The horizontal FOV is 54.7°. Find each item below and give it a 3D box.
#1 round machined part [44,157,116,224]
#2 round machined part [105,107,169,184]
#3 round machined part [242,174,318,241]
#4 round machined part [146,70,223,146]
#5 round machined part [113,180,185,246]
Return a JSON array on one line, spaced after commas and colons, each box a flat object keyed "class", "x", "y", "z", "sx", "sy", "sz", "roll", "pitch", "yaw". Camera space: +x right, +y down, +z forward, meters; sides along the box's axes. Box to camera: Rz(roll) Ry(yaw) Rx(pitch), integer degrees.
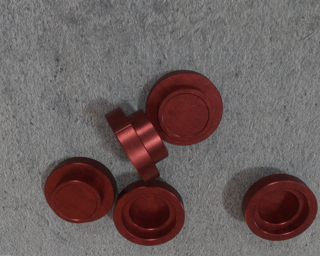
[{"class": "round machined part", "x": -0.113, "y": 0.093, "z": 0.434, "sx": 0.099, "sy": 0.042, "sz": 0.097, "roll": 0, "pitch": 110, "yaw": 0}, {"class": "round machined part", "x": -0.024, "y": 0.016, "z": 0.379, "sx": 0.042, "sy": 0.098, "sz": 0.098, "roll": -31, "pitch": 108, "yaw": -6}, {"class": "round machined part", "x": 0.166, "y": 0.108, "z": 0.442, "sx": 0.099, "sy": 0.042, "sz": 0.097, "roll": 0, "pitch": 110, "yaw": 0}, {"class": "round machined part", "x": 0.031, "y": -0.022, "z": 0.393, "sx": 0.099, "sy": 0.042, "sz": 0.097, "roll": 0, "pitch": 110, "yaw": 0}, {"class": "round machined part", "x": -0.015, "y": 0.115, "z": 0.443, "sx": 0.099, "sy": 0.042, "sz": 0.097, "roll": 0, "pitch": 110, "yaw": 0}]
